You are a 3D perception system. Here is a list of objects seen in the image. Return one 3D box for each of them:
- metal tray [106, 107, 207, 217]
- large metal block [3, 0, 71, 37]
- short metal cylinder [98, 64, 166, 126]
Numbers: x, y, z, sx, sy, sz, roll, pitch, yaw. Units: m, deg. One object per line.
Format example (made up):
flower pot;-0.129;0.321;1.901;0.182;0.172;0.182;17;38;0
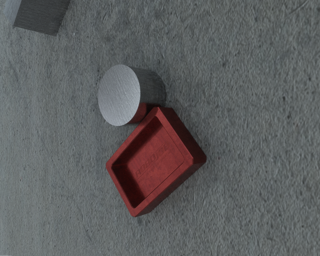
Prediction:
metal tray;-0.011;0.046;0.410;0.129;0.030;0.090;-48;62;29
large metal block;-0.217;-0.218;0.548;0.050;0.081;0.080;48;118;29
short metal cylinder;-0.038;-0.042;0.421;0.080;0.050;0.080;0;90;40
